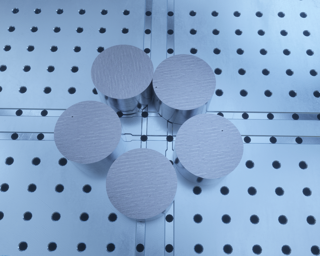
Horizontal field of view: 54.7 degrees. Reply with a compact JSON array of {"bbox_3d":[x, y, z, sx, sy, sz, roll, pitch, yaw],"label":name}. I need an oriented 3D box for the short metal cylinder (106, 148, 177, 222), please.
[{"bbox_3d":[-0.020,0.069,0.371,0.080,0.050,0.080,0,70,0],"label":"short metal cylinder"}]

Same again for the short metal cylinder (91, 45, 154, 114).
[{"bbox_3d":[-0.048,-0.065,0.421,0.081,0.050,0.080,0,70,0],"label":"short metal cylinder"}]

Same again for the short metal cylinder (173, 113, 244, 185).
[{"bbox_3d":[0.058,0.028,0.388,0.081,0.050,0.080,0,71,0],"label":"short metal cylinder"}]

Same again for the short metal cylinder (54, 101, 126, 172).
[{"bbox_3d":[-0.086,0.012,0.393,0.081,0.050,0.080,0,70,0],"label":"short metal cylinder"}]

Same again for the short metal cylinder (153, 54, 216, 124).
[{"bbox_3d":[0.031,-0.051,0.416,0.081,0.050,0.080,0,70,0],"label":"short metal cylinder"}]
